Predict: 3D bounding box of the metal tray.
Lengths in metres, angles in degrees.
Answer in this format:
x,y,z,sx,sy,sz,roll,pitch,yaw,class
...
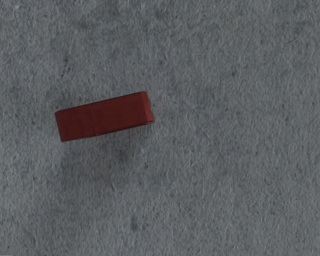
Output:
x,y,z,sx,sy,sz,roll,pitch,yaw,class
-0.054,-0.011,0.357,0.090,0.130,0.030,-13,90,0,metal tray
